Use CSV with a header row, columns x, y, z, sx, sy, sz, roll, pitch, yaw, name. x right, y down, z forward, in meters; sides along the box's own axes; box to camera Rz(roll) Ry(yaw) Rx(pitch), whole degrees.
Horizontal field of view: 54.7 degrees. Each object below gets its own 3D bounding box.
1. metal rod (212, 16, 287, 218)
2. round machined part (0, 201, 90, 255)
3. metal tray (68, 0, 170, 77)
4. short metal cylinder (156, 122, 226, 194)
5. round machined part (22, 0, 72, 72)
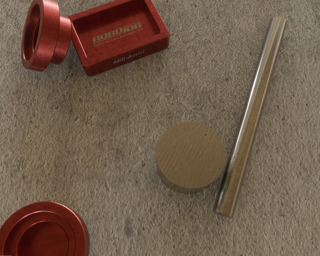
x,y,z,sx,sy,sz,roll,pitch,yaw,name
0.127,-0.028,0.419,0.025,0.025,0.300,19,71,6,metal rod
-0.128,0.134,0.348,0.099,0.042,0.098,0,70,-1,round machined part
-0.062,-0.140,0.455,0.131,0.030,0.090,-23,72,-9,metal tray
0.036,0.038,0.381,0.081,0.050,0.080,0,70,0,short metal cylinder
-0.154,-0.125,0.424,0.042,0.098,0.098,8,65,-37,round machined part
